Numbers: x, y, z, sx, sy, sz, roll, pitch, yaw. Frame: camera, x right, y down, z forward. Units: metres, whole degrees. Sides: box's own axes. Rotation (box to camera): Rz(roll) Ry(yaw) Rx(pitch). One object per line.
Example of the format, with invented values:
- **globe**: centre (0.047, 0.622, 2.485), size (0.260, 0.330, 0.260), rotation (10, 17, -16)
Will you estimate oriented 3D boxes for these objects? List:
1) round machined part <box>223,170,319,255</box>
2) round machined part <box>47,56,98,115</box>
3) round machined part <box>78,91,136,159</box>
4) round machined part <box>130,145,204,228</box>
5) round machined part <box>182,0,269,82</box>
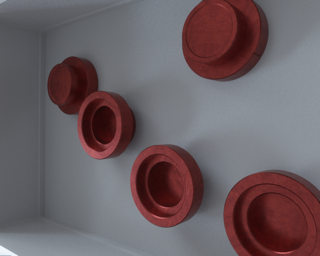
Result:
- **round machined part**: centre (0.115, 0.089, 0.300), size (0.098, 0.042, 0.097), rotation (0, 90, 39)
- **round machined part**: centre (-0.151, -0.071, 0.518), size (0.098, 0.042, 0.097), rotation (0, 90, 39)
- **round machined part**: centre (-0.074, -0.004, 0.455), size (0.098, 0.042, 0.097), rotation (0, 90, 39)
- **round machined part**: centre (0.013, 0.069, 0.384), size (0.098, 0.042, 0.097), rotation (0, 90, 39)
- **round machined part**: centre (0.064, -0.102, 0.342), size (0.098, 0.042, 0.097), rotation (0, 90, 39)
